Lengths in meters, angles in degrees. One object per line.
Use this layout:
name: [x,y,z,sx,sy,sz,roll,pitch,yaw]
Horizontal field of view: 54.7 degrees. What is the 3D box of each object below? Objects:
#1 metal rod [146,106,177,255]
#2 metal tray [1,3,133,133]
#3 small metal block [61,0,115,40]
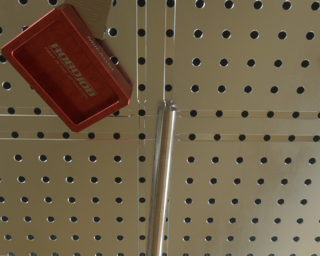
metal rod: [-0.002,0.114,0.455,0.025,0.025,0.298,4,110,-2]
metal tray: [-0.106,-0.066,0.368,0.090,0.030,0.130,-27,116,18]
small metal block: [-0.084,-0.136,0.362,0.050,0.025,0.050,16,109,-7]
